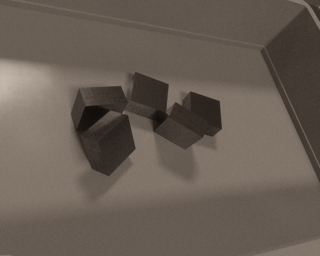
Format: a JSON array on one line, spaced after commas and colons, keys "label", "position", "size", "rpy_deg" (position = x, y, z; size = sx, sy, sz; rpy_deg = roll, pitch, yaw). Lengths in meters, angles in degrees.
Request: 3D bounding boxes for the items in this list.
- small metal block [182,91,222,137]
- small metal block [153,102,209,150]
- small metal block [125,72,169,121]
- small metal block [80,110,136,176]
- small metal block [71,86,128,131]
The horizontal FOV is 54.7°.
[{"label": "small metal block", "position": [0.061, -0.020, 0.453], "size": [0.050, 0.025, 0.050], "rpy_deg": [16, 55, -20]}, {"label": "small metal block", "position": [0.027, -0.001, 0.405], "size": [0.050, 0.050, 0.025], "rpy_deg": [30, 60, -10]}, {"label": "small metal block", "position": [-0.018, -0.042, 0.423], "size": [0.050, 0.025, 0.050], "rpy_deg": [18, 54, -18]}, {"label": "small metal block", "position": [-0.056, 0.016, 0.347], "size": [0.025, 0.050, 0.050], "rpy_deg": [16, 44, 30]}, {"label": "small metal block", "position": [-0.072, -0.023, 0.365], "size": [0.050, 0.050, 0.025], "rpy_deg": [-8, 62, -32]}]
